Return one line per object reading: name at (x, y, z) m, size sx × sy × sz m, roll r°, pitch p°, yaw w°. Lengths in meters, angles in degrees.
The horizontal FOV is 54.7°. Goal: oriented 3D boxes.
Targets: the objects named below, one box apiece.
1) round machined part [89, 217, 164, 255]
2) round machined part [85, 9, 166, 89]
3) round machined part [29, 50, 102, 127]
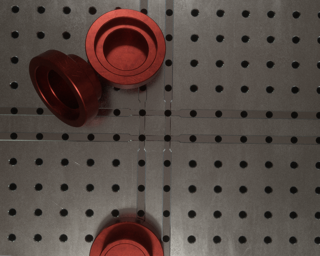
round machined part at (-0.044, 0.171, 0.404) m, size 0.099 × 0.042 × 0.097 m, roll 0°, pitch 90°, yaw -1°
round machined part at (-0.044, -0.098, 0.399) m, size 0.099 × 0.042 × 0.097 m, roll 1°, pitch 83°, yaw -7°
round machined part at (-0.112, -0.052, 0.385) m, size 0.098 × 0.098 × 0.042 m, roll 47°, pitch 54°, yaw -1°
